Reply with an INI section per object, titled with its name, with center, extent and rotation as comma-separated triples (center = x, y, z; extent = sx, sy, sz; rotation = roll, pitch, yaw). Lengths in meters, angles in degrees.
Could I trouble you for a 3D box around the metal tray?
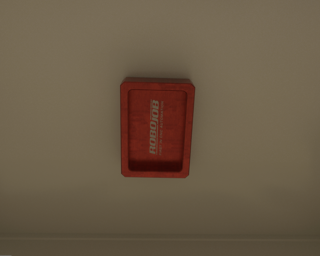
[metal tray]
center = -0.005, 0.001, 0.406
extent = 0.091, 0.030, 0.129
rotation = 1, 110, -2
